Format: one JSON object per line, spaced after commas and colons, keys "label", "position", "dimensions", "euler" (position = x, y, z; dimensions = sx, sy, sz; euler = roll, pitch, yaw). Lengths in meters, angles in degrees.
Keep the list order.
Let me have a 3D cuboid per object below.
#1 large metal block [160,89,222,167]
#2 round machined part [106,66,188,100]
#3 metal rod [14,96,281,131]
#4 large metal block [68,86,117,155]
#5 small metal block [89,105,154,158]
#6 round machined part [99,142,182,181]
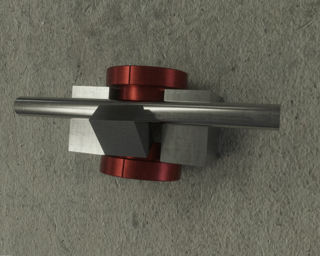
{"label": "large metal block", "position": [0.040, -0.001, 0.367], "dimensions": [0.050, 0.080, 0.079], "euler": [4, 92, 20]}
{"label": "round machined part", "position": [-0.016, -0.047, 0.377], "dimensions": [0.098, 0.098, 0.042], "euler": [4, 92, 20]}
{"label": "metal rod", "position": [-0.031, -0.018, 0.336], "dimensions": [0.301, 0.025, 0.025], "euler": [4, 91, 20]}
{"label": "large metal block", "position": [-0.072, -0.010, 0.406], "dimensions": [0.050, 0.080, 0.079], "euler": [5, 92, 20]}
{"label": "small metal block", "position": [-0.039, 0.003, 0.324], "dimensions": [0.050, 0.025, 0.050], "euler": [2, 131, 21]}
{"label": "round machined part", "position": [-0.022, 0.036, 0.379], "dimensions": [0.098, 0.098, 0.042], "euler": [5, 87, 20]}
